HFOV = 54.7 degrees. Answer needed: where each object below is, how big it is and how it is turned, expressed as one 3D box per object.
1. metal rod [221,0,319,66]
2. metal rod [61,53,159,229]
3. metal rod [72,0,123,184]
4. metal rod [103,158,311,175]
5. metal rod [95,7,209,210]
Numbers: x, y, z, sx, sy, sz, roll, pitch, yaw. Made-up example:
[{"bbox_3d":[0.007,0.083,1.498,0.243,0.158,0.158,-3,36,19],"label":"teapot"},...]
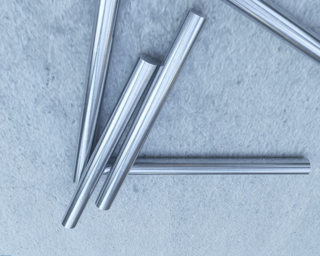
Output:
[{"bbox_3d":[0.117,-0.109,0.315,0.302,0.025,0.025,24,126,-20],"label":"metal rod"},{"bbox_3d":[-0.078,0.036,0.415,0.025,0.025,0.298,20,121,-17],"label":"metal rod"},{"bbox_3d":[-0.081,-0.034,0.376,0.025,0.025,0.298,12,129,-10],"label":"metal rod"},{"bbox_3d":[0.066,0.057,0.456,0.302,0.025,0.025,0,130,-1],"label":"metal rod"},{"bbox_3d":[-0.023,-0.001,0.385,0.025,0.025,0.298,19,121,-16],"label":"metal rod"}]
